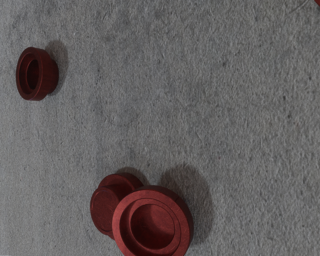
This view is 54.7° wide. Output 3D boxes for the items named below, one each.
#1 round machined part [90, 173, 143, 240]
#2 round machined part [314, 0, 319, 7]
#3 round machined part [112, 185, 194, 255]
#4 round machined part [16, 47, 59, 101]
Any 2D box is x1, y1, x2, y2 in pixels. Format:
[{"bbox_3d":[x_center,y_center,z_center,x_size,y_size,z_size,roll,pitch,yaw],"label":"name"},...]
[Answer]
[{"bbox_3d":[-0.064,0.115,0.447,0.098,0.042,0.097,0,90,40],"label":"round machined part"},{"bbox_3d":[0.171,-0.140,0.253,0.098,0.042,0.097,0,90,40],"label":"round machined part"},{"bbox_3d":[-0.006,0.119,0.385,0.098,0.042,0.097,1,94,17],"label":"round machined part"},{"bbox_3d":[-0.227,-0.099,0.582,0.098,0.042,0.097,0,90,40],"label":"round machined part"}]
